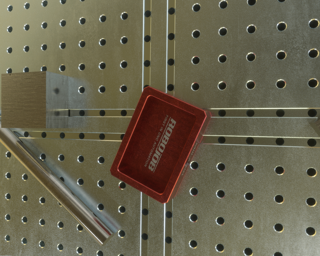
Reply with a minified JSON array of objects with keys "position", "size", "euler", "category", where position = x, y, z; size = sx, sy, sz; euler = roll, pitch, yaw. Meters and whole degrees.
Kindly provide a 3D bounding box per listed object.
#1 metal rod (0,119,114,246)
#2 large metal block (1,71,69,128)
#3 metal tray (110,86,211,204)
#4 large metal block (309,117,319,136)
[{"position":[-0.185,0.066,0.477],"size":[0.300,0.025,0.025],"euler":[40,103,15],"category":"metal rod"},{"position":[-0.187,-0.040,0.465],"size":[0.080,0.050,0.080],"euler":[0,90,20],"category":"large metal block"},{"position":[-0.001,0.021,0.410],"size":[0.090,0.030,0.129],"euler":[26,98,18],"category":"metal tray"},{"position":[0.219,0.004,0.322],"size":[0.080,0.050,0.080],"euler":[-37,78,16],"category":"large metal block"}]
